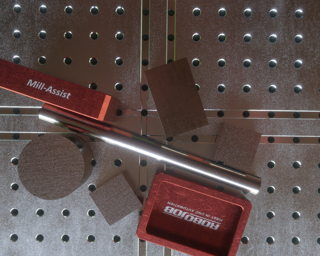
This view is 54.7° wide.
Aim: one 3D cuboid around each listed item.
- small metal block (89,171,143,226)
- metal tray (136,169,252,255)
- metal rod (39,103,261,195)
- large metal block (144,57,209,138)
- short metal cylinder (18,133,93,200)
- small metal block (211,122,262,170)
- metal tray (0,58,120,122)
[{"bbox_3d":[-0.057,0.093,0.413,0.050,0.025,0.050,-32,90,0],"label":"small metal block"},{"bbox_3d":[0.044,0.117,0.411,0.131,0.030,0.090,18,90,0],"label":"metal tray"},{"bbox_3d":[-0.012,0.028,0.413,0.301,0.025,0.025,19,90,0],"label":"metal rod"},{"bbox_3d":[0.019,-0.034,0.387,0.050,0.080,0.080,-19,90,0],"label":"large metal block"},{"bbox_3d":[-0.132,0.047,0.399,0.081,0.050,0.080,0,90,0],"label":"short metal cylinder"},{"bbox_3d":[0.101,0.024,0.414,0.050,0.025,0.050,17,90,0],"label":"small metal block"},{"bbox_3d":[-0.120,-0.042,0.379,0.131,0.090,0.030,19,90,0],"label":"metal tray"}]
